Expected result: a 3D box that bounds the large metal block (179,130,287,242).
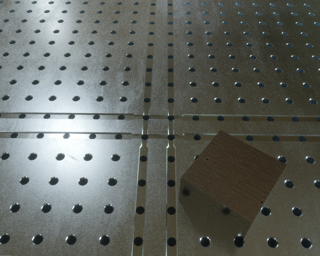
[{"bbox_3d":[0.078,0.061,0.341,0.080,0.050,0.080,30,56,23],"label":"large metal block"}]
